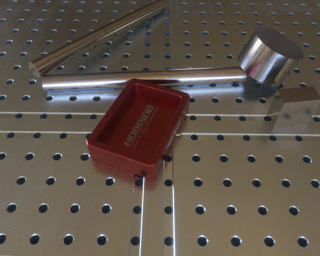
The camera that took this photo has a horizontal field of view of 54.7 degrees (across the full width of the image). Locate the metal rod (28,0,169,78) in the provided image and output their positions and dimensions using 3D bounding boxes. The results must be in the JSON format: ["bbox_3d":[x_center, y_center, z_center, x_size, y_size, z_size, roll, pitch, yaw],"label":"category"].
[{"bbox_3d":[-0.087,-0.166,0.532,0.025,0.025,0.302,32,53,24],"label":"metal rod"}]

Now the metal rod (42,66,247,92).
[{"bbox_3d":[-0.021,-0.075,0.470,0.302,0.025,0.025,-3,50,-3],"label":"metal rod"}]

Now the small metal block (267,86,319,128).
[{"bbox_3d":[0.179,-0.027,0.417,0.050,0.050,0.025,-6,51,-5],"label":"small metal block"}]

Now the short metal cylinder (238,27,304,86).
[{"bbox_3d":[0.166,-0.109,0.469,0.081,0.050,0.080,15,44,-14],"label":"short metal cylinder"}]

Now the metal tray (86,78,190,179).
[{"bbox_3d":[-0.024,-0.005,0.408,0.090,0.030,0.130,18,52,14],"label":"metal tray"}]
